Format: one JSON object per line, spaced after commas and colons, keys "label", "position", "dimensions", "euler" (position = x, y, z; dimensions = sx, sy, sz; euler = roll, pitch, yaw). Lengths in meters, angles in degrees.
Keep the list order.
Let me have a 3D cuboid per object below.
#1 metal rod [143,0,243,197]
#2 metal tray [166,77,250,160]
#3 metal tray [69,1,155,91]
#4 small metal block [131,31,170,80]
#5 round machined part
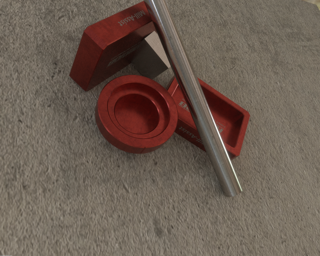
{"label": "metal rod", "position": [0.039, -0.051, 0.390], "dimensions": [0.025, 0.025, 0.299], "euler": [-30, 100, -38]}
{"label": "metal tray", "position": [0.063, -0.019, 0.449], "dimensions": [0.130, 0.030, 0.090], "euler": [33, 51, -7]}
{"label": "metal tray", "position": [-0.052, -0.110, 0.403], "dimensions": [0.030, 0.090, 0.131], "euler": [45, 51, 2]}
{"label": "small metal block", "position": [-0.012, -0.100, 0.439], "dimensions": [0.050, 0.050, 0.025], "euler": [49, 52, -13]}
{"label": "round machined part", "position": [-0.031, -0.013, 0.382], "dimensions": [0.099, 0.042, 0.098], "euler": [9, 62, -18]}
